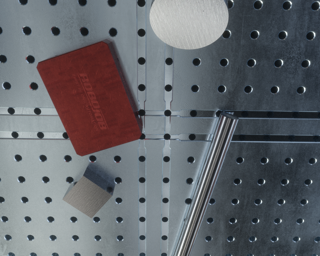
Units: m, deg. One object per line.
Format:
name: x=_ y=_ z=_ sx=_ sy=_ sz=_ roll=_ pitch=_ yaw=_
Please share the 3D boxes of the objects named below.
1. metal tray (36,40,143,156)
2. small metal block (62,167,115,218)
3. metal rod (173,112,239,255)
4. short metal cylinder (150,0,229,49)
metal tray: x=-0.085 y=-0.036 z=0.396 sx=0.090 sy=0.030 sz=0.129 roll=-17 pitch=110 yaw=5
small metal block: x=-0.102 y=0.093 z=0.447 sx=0.050 sy=0.025 sz=0.050 roll=38 pitch=105 yaw=-13
metal rod: x=0.056 y=0.120 z=0.458 sx=0.025 sy=0.025 sz=0.298 roll=13 pitch=110 yaw=-5
short metal cylinder: x=0.032 y=-0.132 z=0.332 sx=0.080 sy=0.050 sz=0.080 roll=4 pitch=147 yaw=3
